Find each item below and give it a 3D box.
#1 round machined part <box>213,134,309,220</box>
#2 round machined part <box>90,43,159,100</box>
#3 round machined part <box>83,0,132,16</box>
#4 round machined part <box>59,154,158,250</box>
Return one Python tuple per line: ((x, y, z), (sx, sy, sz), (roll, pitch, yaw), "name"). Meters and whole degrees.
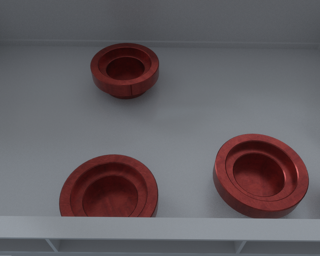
((0.109, 0.057, 0.348), (0.099, 0.042, 0.098), (0, 50, 0), "round machined part")
((-0.051, -0.081, 0.461), (0.099, 0.042, 0.098), (0, 50, 0), "round machined part")
((-0.107, -0.271, 0.623), (0.099, 0.042, 0.098), (0, 50, 0), "round machined part")
((-0.051, 0.079, 0.327), (0.099, 0.042, 0.098), (0, 50, 0), "round machined part")
